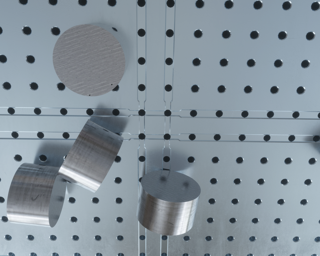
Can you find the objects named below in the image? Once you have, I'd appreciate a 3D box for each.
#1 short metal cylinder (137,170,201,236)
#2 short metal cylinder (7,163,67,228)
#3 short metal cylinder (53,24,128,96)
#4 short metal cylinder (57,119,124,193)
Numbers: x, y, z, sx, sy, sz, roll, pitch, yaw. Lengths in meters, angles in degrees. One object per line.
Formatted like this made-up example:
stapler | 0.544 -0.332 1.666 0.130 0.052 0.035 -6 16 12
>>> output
short metal cylinder | 0.011 0.099 0.421 0.081 0.080 0.050 8 110 -3
short metal cylinder | -0.161 0.089 0.415 0.050 0.080 0.079 7 110 -3
short metal cylinder | -0.079 -0.083 0.369 0.081 0.050 0.079 0 110 -1
short metal cylinder | -0.088 0.036 0.396 0.050 0.080 0.080 29 107 -11
